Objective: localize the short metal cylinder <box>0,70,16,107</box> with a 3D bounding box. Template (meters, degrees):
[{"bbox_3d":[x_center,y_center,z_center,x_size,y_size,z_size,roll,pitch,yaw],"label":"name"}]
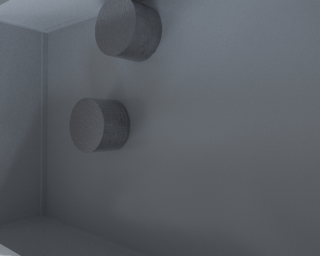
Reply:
[{"bbox_3d":[-0.363,-0.090,0.674,0.080,0.081,0.050,49,119,29],"label":"short metal cylinder"}]

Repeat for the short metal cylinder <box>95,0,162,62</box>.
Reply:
[{"bbox_3d":[-0.044,-0.135,0.427,0.080,0.050,0.080,0,90,40],"label":"short metal cylinder"}]

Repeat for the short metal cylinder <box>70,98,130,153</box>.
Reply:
[{"bbox_3d":[-0.091,-0.004,0.466,0.080,0.050,0.080,0,90,40],"label":"short metal cylinder"}]
